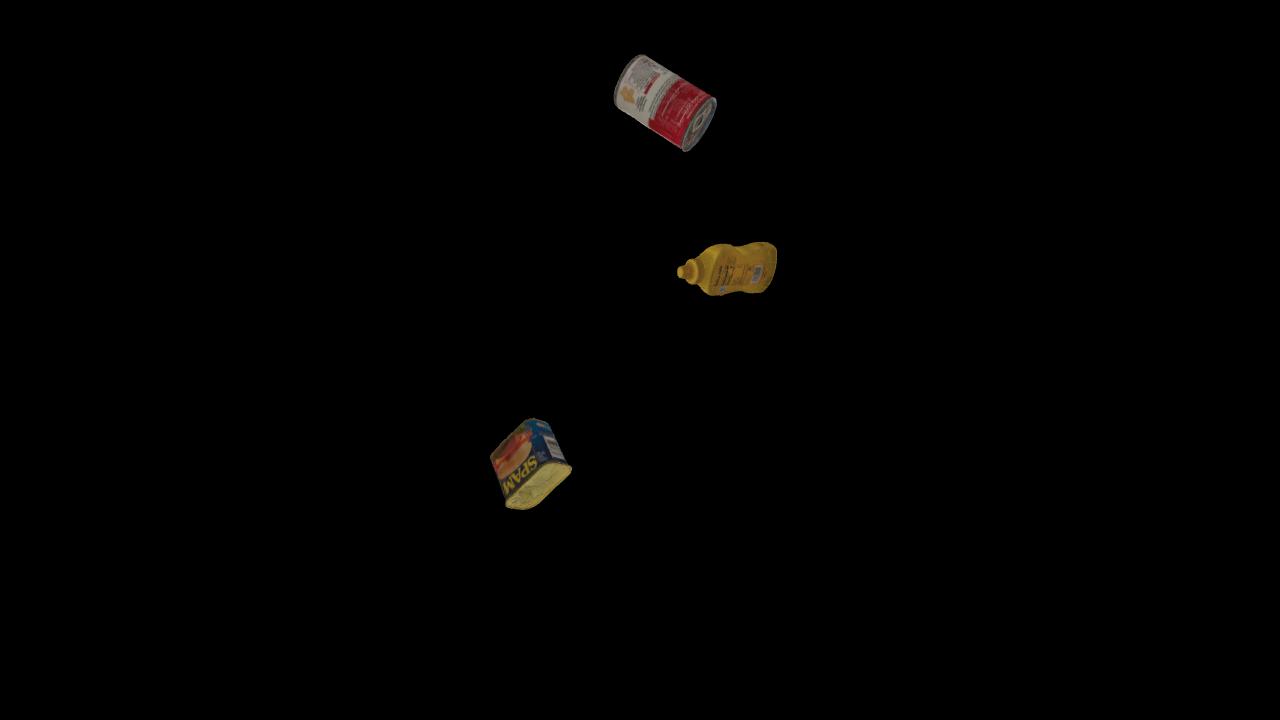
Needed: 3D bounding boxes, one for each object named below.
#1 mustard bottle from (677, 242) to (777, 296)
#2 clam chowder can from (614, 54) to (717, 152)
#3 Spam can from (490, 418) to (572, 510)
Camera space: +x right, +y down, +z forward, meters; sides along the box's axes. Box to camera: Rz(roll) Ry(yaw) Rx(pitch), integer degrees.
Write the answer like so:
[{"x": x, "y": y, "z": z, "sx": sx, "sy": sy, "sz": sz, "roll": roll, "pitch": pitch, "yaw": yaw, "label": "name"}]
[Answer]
[{"x": 0.142, "y": -0.151, "z": 1.033, "sx": 0.184, "sy": 0.092, "sz": 0.054, "roll": -8, "pitch": 42, "yaw": -29, "label": "mustard bottle"}, {"x": 0.029, "y": -0.299, "z": 0.715, "sx": 0.102, "sy": 0.068, "sz": 0.068, "roll": 36, "pitch": 6, "yaw": 8, "label": "clam chowder can"}, {"x": -0.155, "y": 0.145, "z": 0.862, "sx": 0.101, "sy": 0.085, "sz": 0.058, "roll": -43, "pitch": -38, "yaw": 16, "label": "Spam can"}]
